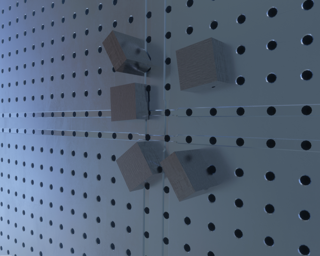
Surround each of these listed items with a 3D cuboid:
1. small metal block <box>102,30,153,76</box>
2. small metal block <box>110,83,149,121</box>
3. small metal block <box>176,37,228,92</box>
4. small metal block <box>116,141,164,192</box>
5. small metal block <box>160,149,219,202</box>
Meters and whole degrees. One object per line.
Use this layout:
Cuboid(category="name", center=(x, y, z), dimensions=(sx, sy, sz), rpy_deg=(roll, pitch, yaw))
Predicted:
Cuboid(category="small metal block", center=(-0.045, -0.102, 0.428), dimensions=(0.025, 0.050, 0.050), rpy_deg=(-40, 66, 33))
Cuboid(category="small metal block", center=(-0.044, -0.036, 0.444), dimensions=(0.050, 0.025, 0.050), rpy_deg=(-4, 88, 39))
Cuboid(category="small metal block", center=(0.049, -0.073, 0.368), dimensions=(0.050, 0.025, 0.050), rpy_deg=(-11, 83, 39))
Cuboid(category="small metal block", center=(-0.028, 0.053, 0.431), dimensions=(0.050, 0.025, 0.050), rpy_deg=(-41, 65, 32))
Cuboid(category="small metal block", center=(0.035, 0.054, 0.363), dimensions=(0.025, 0.050, 0.050), rpy_deg=(-41, 65, 32))
